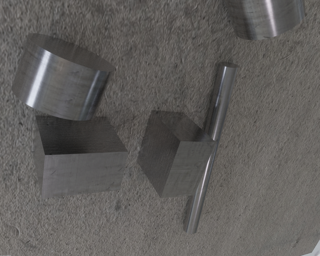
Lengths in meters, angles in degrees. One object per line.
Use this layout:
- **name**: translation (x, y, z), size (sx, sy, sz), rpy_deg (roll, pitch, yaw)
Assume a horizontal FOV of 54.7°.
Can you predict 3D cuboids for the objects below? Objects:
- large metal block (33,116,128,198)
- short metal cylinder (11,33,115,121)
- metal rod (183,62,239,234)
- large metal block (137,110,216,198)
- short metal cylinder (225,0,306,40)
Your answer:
- **large metal block**: translation (-0.090, 0.027, 0.339), size (0.081, 0.080, 0.050), rpy_deg (0, 119, -29)
- **short metal cylinder**: translation (-0.090, -0.048, 0.292), size (0.081, 0.080, 0.050), rpy_deg (14, 111, -34)
- **metal rod**: translation (0.072, 0.047, 0.475), size (0.025, 0.025, 0.298), rpy_deg (-6, 121, -25)
- **large metal block**: translation (0.017, 0.031, 0.400), size (0.050, 0.080, 0.079), rpy_deg (3, 117, -30)
- **short metal cylinder**: translation (0.116, -0.143, 0.346), size (0.080, 0.080, 0.050), rpy_deg (-35, 129, -5)
